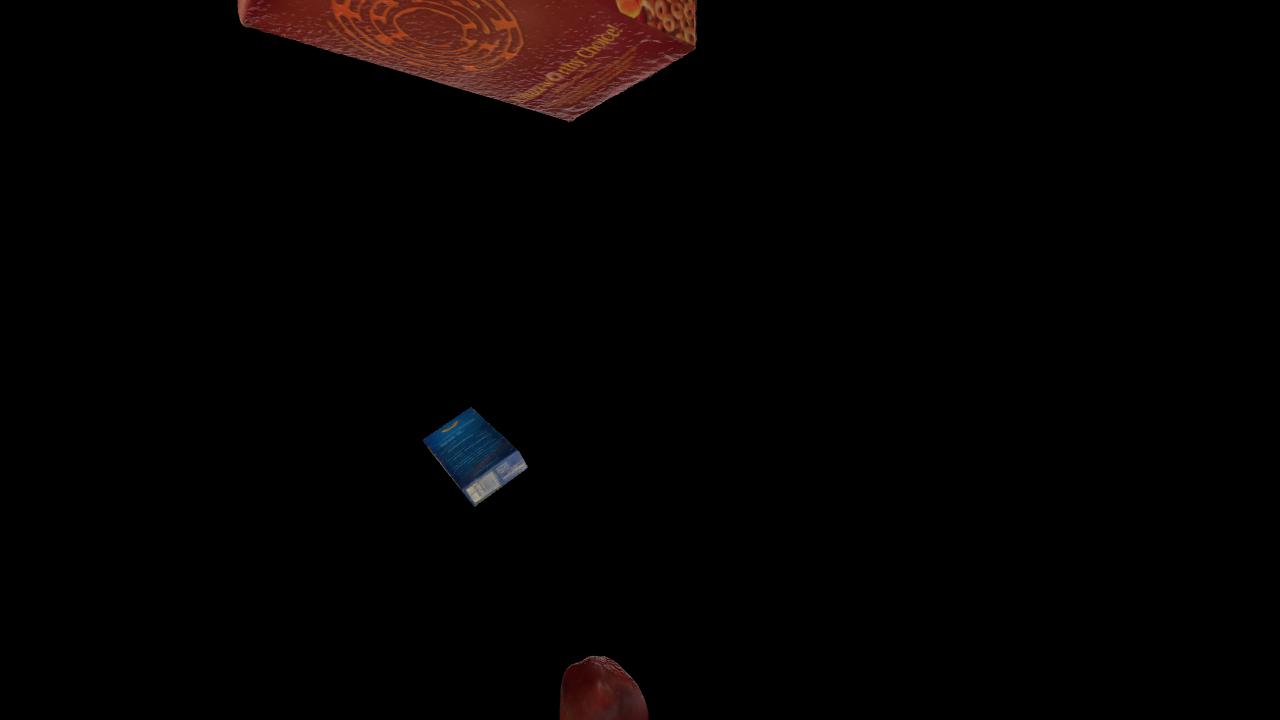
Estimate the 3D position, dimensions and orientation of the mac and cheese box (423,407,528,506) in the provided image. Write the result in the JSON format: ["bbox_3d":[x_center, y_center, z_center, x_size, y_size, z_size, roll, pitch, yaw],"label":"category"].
[{"bbox_3d":[-0.248,0.138,0.913,0.093,0.041,0.184,-37,33,-20],"label":"mac and cheese box"}]

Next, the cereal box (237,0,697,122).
[{"bbox_3d":[-0.132,-0.291,0.489,0.306,0.081,0.203,2,-1,-38],"label":"cereal box"}]

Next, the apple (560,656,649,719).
[{"bbox_3d":[-0.034,0.314,0.546,0.079,0.079,0.093,0,42,-28],"label":"apple"}]
